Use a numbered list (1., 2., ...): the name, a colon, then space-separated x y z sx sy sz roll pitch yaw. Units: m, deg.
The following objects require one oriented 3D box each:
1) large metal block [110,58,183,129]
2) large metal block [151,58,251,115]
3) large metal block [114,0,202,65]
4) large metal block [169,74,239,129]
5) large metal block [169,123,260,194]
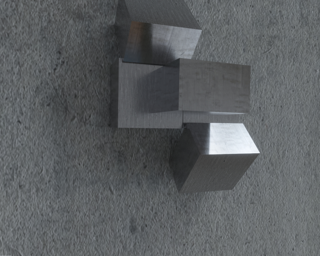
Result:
1. large metal block: -0.018 -0.040 0.389 0.081 0.050 0.079 1 90 -21
2. large metal block: 0.042 -0.041 0.345 0.081 0.080 0.050 1 90 -20
3. large metal block: -0.006 -0.121 0.373 0.081 0.050 0.080 1 46 -20
4. large metal block: 0.058 -0.040 0.418 0.081 0.050 0.079 1 90 -21
5. large metal block: 0.066 0.039 0.400 0.081 0.079 0.050 0 46 -21
